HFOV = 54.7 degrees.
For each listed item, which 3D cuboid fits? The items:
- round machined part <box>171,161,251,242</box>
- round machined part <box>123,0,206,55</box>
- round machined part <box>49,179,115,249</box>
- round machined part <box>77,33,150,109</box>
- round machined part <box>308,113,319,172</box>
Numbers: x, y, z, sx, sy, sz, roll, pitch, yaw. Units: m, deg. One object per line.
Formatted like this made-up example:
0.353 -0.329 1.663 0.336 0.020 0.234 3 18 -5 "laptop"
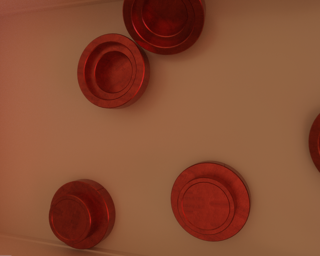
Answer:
0.060 0.091 0.380 0.098 0.042 0.097 0 90 19 "round machined part"
0.007 -0.143 0.381 0.098 0.042 0.097 8 133 9 "round machined part"
-0.117 0.125 0.441 0.098 0.042 0.097 0 90 19 "round machined part"
-0.059 -0.074 0.421 0.098 0.042 0.097 0 90 19 "round machined part"
0.209 0.016 0.313 0.098 0.042 0.097 14 108 51 "round machined part"
